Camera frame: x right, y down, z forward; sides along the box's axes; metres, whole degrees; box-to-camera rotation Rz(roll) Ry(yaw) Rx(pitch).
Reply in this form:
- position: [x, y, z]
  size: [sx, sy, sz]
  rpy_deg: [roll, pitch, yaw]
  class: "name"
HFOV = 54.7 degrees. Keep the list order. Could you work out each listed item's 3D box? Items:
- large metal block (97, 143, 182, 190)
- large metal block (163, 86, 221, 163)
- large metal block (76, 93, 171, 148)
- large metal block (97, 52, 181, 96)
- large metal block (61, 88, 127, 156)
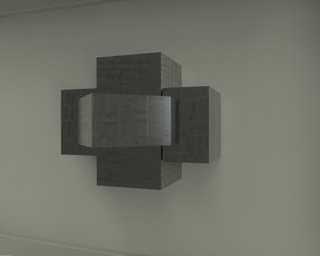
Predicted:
- position: [-0.023, 0.042, 0.388]
  size: [0.080, 0.080, 0.050]
  rpy_deg: [0, 90, 20]
  class: "large metal block"
- position: [0.040, -0.004, 0.364]
  size: [0.050, 0.080, 0.080]
  rpy_deg: [0, 90, 19]
  class: "large metal block"
- position: [-0.042, -0.007, 0.335]
  size: [0.081, 0.080, 0.050]
  rpy_deg: [0, 90, -25]
  class: "large metal block"
- position: [-0.023, -0.058, 0.388]
  size: [0.080, 0.080, 0.050]
  rpy_deg: [0, 90, 20]
  class: "large metal block"
- position: [-0.084, -0.007, 0.410]
  size: [0.050, 0.080, 0.080]
  rpy_deg: [0, 90, 20]
  class: "large metal block"
